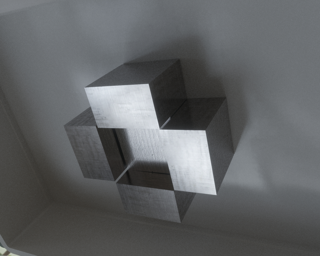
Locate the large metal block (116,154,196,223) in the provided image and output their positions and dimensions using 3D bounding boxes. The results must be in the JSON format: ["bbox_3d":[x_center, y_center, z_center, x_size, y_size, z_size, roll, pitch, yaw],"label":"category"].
[{"bbox_3d":[0.002,0.074,0.416,0.080,0.080,0.050,2,119,27],"label":"large metal block"}]

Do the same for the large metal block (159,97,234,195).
[{"bbox_3d":[0.047,0.018,0.358,0.050,0.080,0.080,1,119,28],"label":"large metal block"}]

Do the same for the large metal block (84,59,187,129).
[{"bbox_3d":[-0.024,-0.040,0.359,0.080,0.080,0.050,1,119,28],"label":"large metal block"}]

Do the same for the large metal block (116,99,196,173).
[{"bbox_3d":[-0.005,0.010,0.398,0.080,0.050,0.080,1,119,28],"label":"large metal block"}]

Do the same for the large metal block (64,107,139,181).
[{"bbox_3d":[-0.071,0.013,0.418,0.050,0.080,0.080,1,119,28],"label":"large metal block"}]
